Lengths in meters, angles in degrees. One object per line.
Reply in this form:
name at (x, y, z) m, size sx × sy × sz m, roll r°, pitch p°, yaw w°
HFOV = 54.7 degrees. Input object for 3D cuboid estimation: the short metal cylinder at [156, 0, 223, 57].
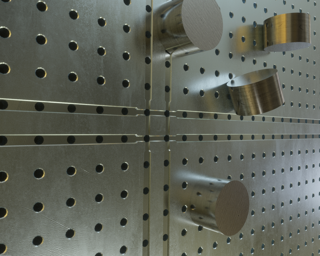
short metal cylinder at (0.041, -0.142, 0.427) m, size 0.081 × 0.050 × 0.079 m, roll 0°, pitch 90°, yaw -40°

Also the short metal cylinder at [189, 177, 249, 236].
short metal cylinder at (0.090, 0.116, 0.468) m, size 0.081 × 0.050 × 0.079 m, roll 0°, pitch 90°, yaw -40°

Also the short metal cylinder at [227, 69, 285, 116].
short metal cylinder at (0.155, -0.059, 0.502) m, size 0.081 × 0.080 × 0.050 m, roll -32°, pitch 110°, yaw -35°

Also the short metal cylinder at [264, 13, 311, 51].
short metal cylinder at (0.232, -0.173, 0.567) m, size 0.081 × 0.080 × 0.050 m, roll -4°, pitch 93°, yaw -40°
